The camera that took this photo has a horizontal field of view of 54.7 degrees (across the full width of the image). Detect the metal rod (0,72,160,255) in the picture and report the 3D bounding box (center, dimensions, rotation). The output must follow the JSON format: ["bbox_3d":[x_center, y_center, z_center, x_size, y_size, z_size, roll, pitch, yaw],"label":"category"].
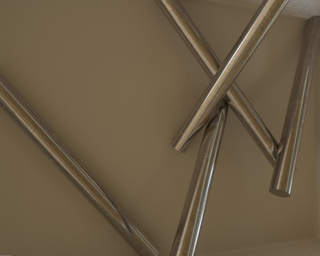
[{"bbox_3d":[-0.101,0.052,0.373,0.025,0.025,0.300,-42,103,-15],"label":"metal rod"}]

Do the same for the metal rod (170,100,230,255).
[{"bbox_3d":[0.047,0.069,0.363,0.025,0.025,0.300,33,55,-17],"label":"metal rod"}]

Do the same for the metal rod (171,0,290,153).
[{"bbox_3d":[0.100,-0.094,0.374,0.025,0.025,0.298,25,110,-19],"label":"metal rod"}]

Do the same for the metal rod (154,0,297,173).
[{"bbox_3d":[0.090,-0.055,0.414,0.025,0.025,0.299,-39,97,-16],"label":"metal rod"}]

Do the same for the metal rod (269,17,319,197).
[{"bbox_3d":[0.199,-0.046,0.441,0.025,0.025,0.300,31,64,-17],"label":"metal rod"}]
